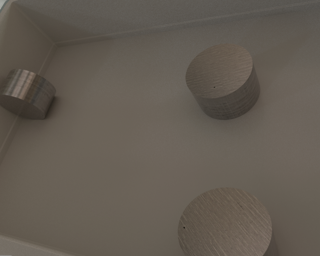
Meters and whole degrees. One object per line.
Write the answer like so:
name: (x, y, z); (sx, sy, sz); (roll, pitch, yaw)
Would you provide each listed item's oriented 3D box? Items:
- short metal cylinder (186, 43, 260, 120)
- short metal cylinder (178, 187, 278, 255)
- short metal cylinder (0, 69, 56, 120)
short metal cylinder: (0.078, -0.057, 0.383); (0.080, 0.050, 0.080); (-13, 56, 21)
short metal cylinder: (0.062, 0.102, 0.282); (0.080, 0.050, 0.080); (-14, 41, 13)
short metal cylinder: (-0.224, -0.055, 0.522); (0.080, 0.080, 0.050); (1, 62, 29)
